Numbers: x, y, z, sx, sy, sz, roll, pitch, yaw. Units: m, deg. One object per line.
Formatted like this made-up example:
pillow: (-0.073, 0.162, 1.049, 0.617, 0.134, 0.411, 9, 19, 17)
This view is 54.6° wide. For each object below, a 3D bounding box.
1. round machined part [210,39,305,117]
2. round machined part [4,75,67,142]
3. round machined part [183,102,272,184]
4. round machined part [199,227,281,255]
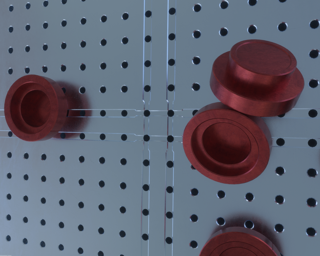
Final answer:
round machined part: (0.106, -0.060, 0.335, 0.098, 0.098, 0.042, 24, 139, 18)
round machined part: (-0.181, -0.029, 0.468, 0.098, 0.042, 0.097, 0, 90, 20)
round machined part: (0.080, 0.014, 0.362, 0.098, 0.042, 0.097, 13, 122, 21)
round machined part: (0.097, 0.166, 0.369, 0.098, 0.042, 0.097, 0, 90, 20)
